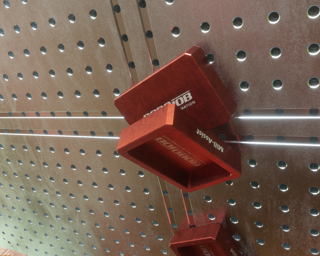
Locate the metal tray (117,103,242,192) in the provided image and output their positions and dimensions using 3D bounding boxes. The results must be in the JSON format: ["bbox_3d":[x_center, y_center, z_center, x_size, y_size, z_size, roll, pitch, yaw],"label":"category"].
[{"bbox_3d":[0.026,0.031,0.377,0.130,0.030,0.090,34,136,-31],"label":"metal tray"}]

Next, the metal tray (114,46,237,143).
[{"bbox_3d":[0.015,-0.029,0.383,0.130,0.030,0.090,-27,104,37],"label":"metal tray"}]

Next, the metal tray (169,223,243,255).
[{"bbox_3d":[0.087,0.217,0.496,0.090,0.030,0.130,-26,105,37],"label":"metal tray"}]
